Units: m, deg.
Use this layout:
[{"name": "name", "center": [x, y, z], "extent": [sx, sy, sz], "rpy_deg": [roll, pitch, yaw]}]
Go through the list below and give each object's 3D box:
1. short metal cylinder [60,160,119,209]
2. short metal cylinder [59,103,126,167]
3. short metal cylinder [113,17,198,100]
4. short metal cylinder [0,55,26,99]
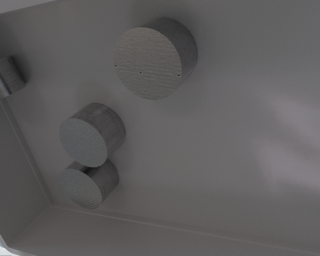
[{"name": "short metal cylinder", "center": [-0.114, 0.085, 0.505], "extent": [0.080, 0.050, 0.079], "rpy_deg": [13, 124, 21]}, {"name": "short metal cylinder", "center": [-0.097, 0.010, 0.450], "extent": [0.080, 0.050, 0.079], "rpy_deg": [13, 124, 21]}, {"name": "short metal cylinder", "center": [-0.004, -0.078, 0.347], "extent": [0.080, 0.050, 0.079], "rpy_deg": [13, 124, 21]}, {"name": "short metal cylinder", "center": [-0.251, -0.070, 0.462], "extent": [0.080, 0.080, 0.050], "rpy_deg": [-8, 115, 31]}]
